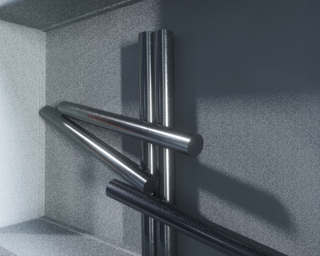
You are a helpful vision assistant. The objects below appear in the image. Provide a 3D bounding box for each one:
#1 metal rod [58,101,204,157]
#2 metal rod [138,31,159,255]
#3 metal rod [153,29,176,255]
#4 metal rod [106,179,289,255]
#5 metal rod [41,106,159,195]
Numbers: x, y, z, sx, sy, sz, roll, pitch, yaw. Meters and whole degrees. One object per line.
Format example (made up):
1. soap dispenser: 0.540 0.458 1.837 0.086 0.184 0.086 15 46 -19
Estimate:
1. metal rod: -0.064 -0.008 0.430 0.300 0.025 0.025 15 99 46
2. metal rod: -0.014 0.023 0.412 0.025 0.025 0.298 -2 89 39
3. metal rod: 0.006 0.026 0.396 0.025 0.025 0.298 -1 89 39
4. metal rod: 0.058 0.116 0.333 0.300 0.025 0.025 16 100 33
5. metal rod: -0.110 0.020 0.477 0.300 0.025 0.025 27 107 42
